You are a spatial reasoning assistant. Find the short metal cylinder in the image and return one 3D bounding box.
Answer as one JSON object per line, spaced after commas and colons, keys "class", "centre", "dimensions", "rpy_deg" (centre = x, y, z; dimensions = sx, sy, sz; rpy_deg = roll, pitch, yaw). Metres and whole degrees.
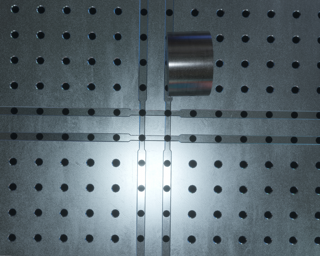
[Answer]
{"class": "short metal cylinder", "centre": [0.035, -0.079, 0.386], "dimensions": [0.050, 0.080, 0.079], "rpy_deg": [-2, 90, 0]}
